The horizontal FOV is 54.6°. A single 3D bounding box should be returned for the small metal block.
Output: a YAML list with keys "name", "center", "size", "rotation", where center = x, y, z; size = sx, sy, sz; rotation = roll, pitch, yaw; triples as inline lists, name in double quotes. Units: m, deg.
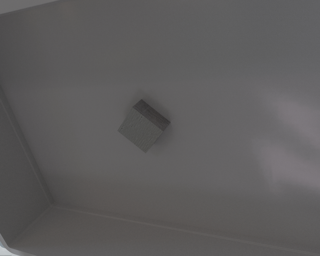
- name: "small metal block"
  center: [-0.022, -0.002, 0.420]
  size: [0.050, 0.025, 0.050]
  rotation: [39, 129, 2]
